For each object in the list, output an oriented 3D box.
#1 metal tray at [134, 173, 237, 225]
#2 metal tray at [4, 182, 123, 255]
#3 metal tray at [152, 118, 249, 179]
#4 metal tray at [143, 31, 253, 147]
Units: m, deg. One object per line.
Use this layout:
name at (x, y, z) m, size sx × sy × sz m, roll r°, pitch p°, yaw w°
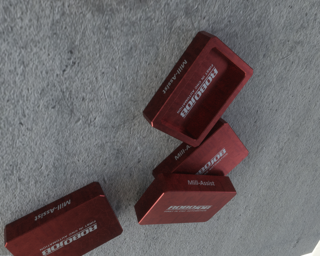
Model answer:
metal tray at (0.039, 0.108, 0.466) m, size 0.131 × 0.030 × 0.089 m, roll 8°, pitch 133°, yaw -31°
metal tray at (-0.126, 0.139, 0.421) m, size 0.131 × 0.030 × 0.090 m, roll -26°, pitch 128°, yaw -13°
metal tray at (0.064, 0.053, 0.471) m, size 0.130 × 0.030 × 0.090 m, roll -43°, pitch 130°, yaw 1°
metal tray at (0.050, -0.046, 0.402) m, size 0.090 × 0.030 × 0.130 m, roll 27°, pitch 103°, yaw -38°
